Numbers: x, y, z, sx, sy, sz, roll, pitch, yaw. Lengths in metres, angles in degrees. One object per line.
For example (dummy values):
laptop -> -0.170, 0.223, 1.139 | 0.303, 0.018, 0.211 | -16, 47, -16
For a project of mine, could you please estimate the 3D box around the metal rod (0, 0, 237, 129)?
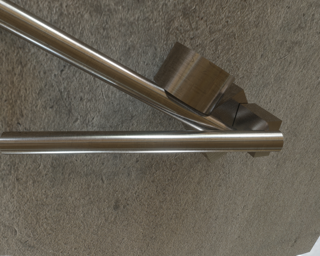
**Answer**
metal rod -> -0.032, -0.049, 0.324 | 0.302, 0.025, 0.025 | 26, 104, -26

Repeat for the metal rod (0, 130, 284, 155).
metal rod -> -0.015, 0.015, 0.342 | 0.302, 0.025, 0.025 | 0, 121, -5

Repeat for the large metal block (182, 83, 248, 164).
large metal block -> 0.078, -0.011, 0.428 | 0.080, 0.050, 0.080 | -35, 129, -4

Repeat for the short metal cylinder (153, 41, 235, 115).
short metal cylinder -> 0.040, -0.058, 0.362 | 0.080, 0.080, 0.050 | 23, 106, -37

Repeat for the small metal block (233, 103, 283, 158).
small metal block -> 0.120, 0.002, 0.392 | 0.025, 0.050, 0.050 | -4, 121, -26
